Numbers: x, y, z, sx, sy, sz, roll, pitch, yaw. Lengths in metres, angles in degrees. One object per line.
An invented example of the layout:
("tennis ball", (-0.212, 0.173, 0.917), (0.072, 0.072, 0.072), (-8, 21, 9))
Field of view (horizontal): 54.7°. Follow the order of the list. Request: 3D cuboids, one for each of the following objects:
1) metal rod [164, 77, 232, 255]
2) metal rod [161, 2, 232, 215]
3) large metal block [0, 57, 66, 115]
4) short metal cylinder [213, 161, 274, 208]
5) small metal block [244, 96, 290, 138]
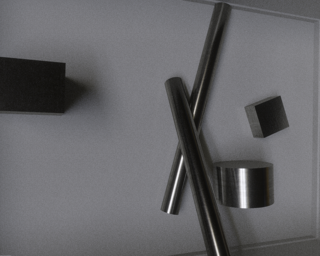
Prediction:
("metal rod", (0.049, 0.071, 0.361), (0.025, 0.025, 0.299), (-4, 65, -20))
("metal rod", (0.052, -0.030, 0.430), (0.025, 0.025, 0.299), (17, 84, -20))
("large metal block", (-0.145, -0.041, 0.328), (0.081, 0.080, 0.050), (2, 90, -20))
("short metal cylinder", (0.114, 0.074, 0.425), (0.081, 0.080, 0.050), (-2, 91, -20))
("small metal block", (0.163, -0.017, 0.473), (0.050, 0.025, 0.050), (-21, 97, -19))
